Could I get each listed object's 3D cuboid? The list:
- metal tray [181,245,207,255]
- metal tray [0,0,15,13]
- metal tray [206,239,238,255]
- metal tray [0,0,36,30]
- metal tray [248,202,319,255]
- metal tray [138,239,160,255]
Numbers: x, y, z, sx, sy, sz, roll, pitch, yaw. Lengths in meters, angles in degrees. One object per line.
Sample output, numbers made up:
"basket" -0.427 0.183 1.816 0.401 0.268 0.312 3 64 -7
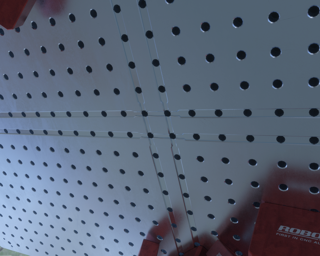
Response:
"metal tray" 0.062 0.265 0.539 0.090 0.030 0.129 41 129 0
"metal tray" -0.244 -0.200 0.414 0.130 0.030 0.090 -16 110 34
"metal tray" 0.118 0.209 0.421 0.090 0.130 0.030 41 84 0
"metal tray" -0.209 -0.192 0.364 0.130 0.030 0.090 35 115 -15
"metal tray" 0.177 0.138 0.360 0.130 0.090 0.030 6 120 25
"metal tray" -0.037 0.274 0.556 0.030 0.090 0.129 17 127 1
